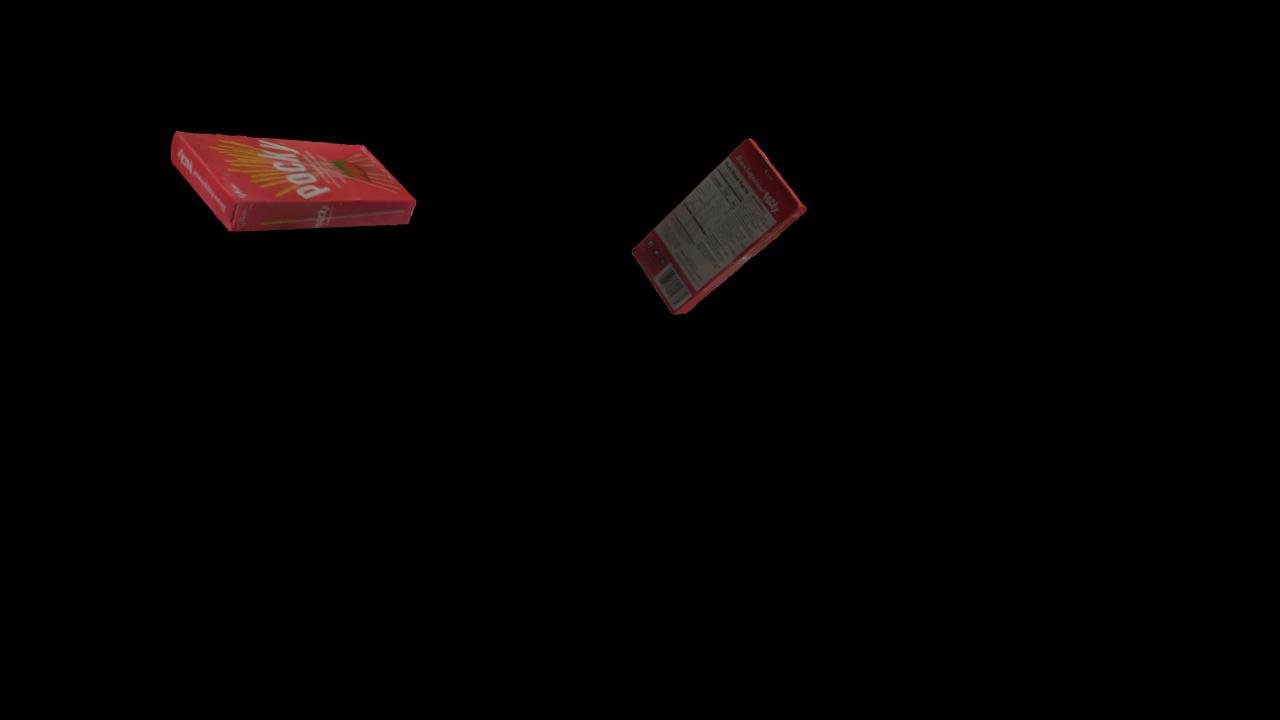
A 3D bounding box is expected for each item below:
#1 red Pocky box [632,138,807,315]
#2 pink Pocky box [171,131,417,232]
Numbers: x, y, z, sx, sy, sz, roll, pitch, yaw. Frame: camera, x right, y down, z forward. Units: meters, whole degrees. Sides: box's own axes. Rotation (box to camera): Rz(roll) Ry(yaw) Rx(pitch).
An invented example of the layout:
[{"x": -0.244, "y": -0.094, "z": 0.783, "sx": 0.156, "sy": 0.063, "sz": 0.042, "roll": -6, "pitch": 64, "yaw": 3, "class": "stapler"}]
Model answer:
[{"x": 0.069, "y": -0.118, "z": 0.569, "sx": 0.155, "sy": 0.083, "sz": 0.028, "roll": -40, "pitch": -17, "yaw": 29, "class": "red Pocky box"}, {"x": -0.267, "y": -0.142, "z": 0.492, "sx": 0.084, "sy": 0.029, "sz": 0.155, "roll": 45, "pitch": 31, "yaw": 14, "class": "pink Pocky box"}]
